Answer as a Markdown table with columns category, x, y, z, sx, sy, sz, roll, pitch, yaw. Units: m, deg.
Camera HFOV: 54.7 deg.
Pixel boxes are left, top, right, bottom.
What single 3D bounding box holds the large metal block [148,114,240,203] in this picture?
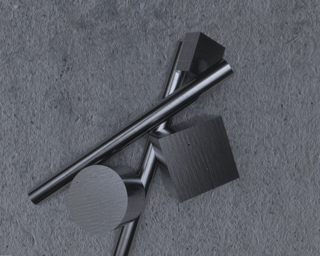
| category | x | y | z | sx | sy | sz | roll | pitch | yaw |
| --- | --- | --- | --- | --- | --- | --- | --- | --- | --- |
| large metal block | 0.041 | 0.034 | 0.384 | 0.081 | 0.050 | 0.080 | -20 | 99 | -13 |

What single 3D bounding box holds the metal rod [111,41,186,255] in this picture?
| category | x | y | z | sx | sy | sz | roll | pitch | yaw |
| --- | --- | --- | --- | --- | --- | --- | --- | --- | --- |
| metal rod | -0.010 | 0.033 | 0.410 | 0.025 | 0.025 | 0.298 | 17 | 90 | 0 |

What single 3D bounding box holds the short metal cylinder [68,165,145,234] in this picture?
| category | x | y | z | sx | sy | sz | roll | pitch | yaw |
| --- | --- | --- | --- | --- | --- | --- | --- | --- | --- |
| short metal cylinder | -0.065 | 0.086 | 0.385 | 0.080 | 0.050 | 0.080 | -2 | 83 | 20 |

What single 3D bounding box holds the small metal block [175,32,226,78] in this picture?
| category | x | y | z | sx | sy | sz | roll | pitch | yaw |
| --- | --- | --- | --- | --- | --- | --- | --- | --- | --- |
| small metal block | 0.053 | -0.089 | 0.399 | 0.050 | 0.025 | 0.050 | 17 | 90 | -40 |

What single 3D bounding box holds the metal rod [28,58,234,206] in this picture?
| category | x | y | z | sx | sy | sz | roll | pitch | yaw |
| --- | --- | --- | --- | --- | --- | --- | --- | --- | --- |
| metal rod | -0.041 | 0.009 | 0.393 | 0.300 | 0.025 | 0.025 | -34 | 90 | 6 |
